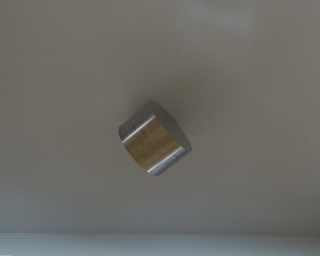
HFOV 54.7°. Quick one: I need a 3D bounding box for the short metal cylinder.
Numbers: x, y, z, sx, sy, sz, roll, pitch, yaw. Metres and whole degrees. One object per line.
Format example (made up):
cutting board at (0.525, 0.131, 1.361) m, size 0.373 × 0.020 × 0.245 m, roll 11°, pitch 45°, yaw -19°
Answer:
short metal cylinder at (-0.005, 0.012, 0.384) m, size 0.050 × 0.080 × 0.080 m, roll -40°, pitch 106°, yaw 13°
